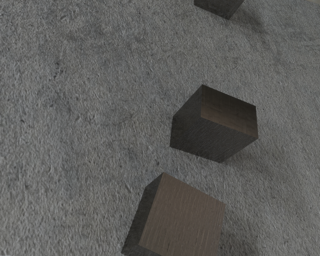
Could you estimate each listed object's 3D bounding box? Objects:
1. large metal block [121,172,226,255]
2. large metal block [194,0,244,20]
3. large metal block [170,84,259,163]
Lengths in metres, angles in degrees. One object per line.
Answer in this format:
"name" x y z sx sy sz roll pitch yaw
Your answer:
"large metal block" 0.016 0.107 0.331 0.080 0.050 0.080 29 52 -10
"large metal block" 0.115 -0.274 0.616 0.081 0.050 0.080 16 55 -20
"large metal block" 0.068 -0.002 0.406 0.080 0.080 0.050 19 54 -17
